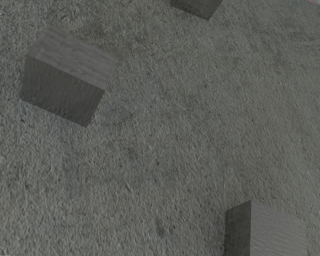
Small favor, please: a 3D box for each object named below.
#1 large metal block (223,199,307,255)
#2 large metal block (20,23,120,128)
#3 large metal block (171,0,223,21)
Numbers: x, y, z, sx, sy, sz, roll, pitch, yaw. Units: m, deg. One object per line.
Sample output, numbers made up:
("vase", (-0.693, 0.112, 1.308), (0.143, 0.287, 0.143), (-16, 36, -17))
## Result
("large metal block", (0.124, 0.142, 0.368), (0.080, 0.050, 0.080), (24, 53, -14))
("large metal block", (-0.102, -0.055, 0.347), (0.080, 0.080, 0.050), (25, 53, -13))
("large metal block", (0.067, -0.260, 0.582), (0.081, 0.050, 0.080), (13, 56, -21))
